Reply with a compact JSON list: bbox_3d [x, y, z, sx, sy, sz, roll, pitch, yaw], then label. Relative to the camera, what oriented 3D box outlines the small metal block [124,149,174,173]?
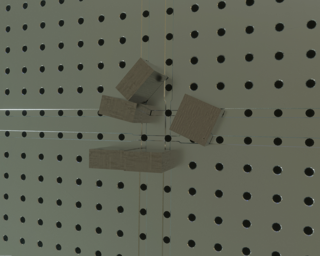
[{"bbox_3d":[-0.013,0.041,0.403,0.050,0.050,0.025,1,90,19],"label":"small metal block"}]

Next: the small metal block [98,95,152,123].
[{"bbox_3d":[-0.045,-0.025,0.414,0.050,0.050,0.025,15,96,19],"label":"small metal block"}]

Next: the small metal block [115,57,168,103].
[{"bbox_3d":[-0.023,-0.060,0.406,0.025,0.050,0.050,46,104,15],"label":"small metal block"}]

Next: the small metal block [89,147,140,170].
[{"bbox_3d":[-0.060,0.040,0.420,0.050,0.050,0.025,1,90,19],"label":"small metal block"}]

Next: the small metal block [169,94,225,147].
[{"bbox_3d":[0.047,-0.010,0.395,0.050,0.025,0.050,26,98,17],"label":"small metal block"}]
